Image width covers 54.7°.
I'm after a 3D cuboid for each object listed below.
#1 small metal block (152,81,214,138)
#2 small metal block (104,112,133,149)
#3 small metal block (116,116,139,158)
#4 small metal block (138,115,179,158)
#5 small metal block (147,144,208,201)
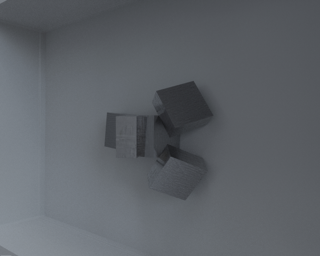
[{"bbox_3d":[0.026,-0.023,0.362,0.050,0.050,0.025,64,157,20],"label":"small metal block"},{"bbox_3d":[-0.052,0.005,0.444,0.050,0.025,0.050,9,95,39],"label":"small metal block"},{"bbox_3d":[-0.036,0.009,0.393,0.025,0.050,0.050,1,94,8],"label":"small metal block"},{"bbox_3d":[-0.001,0.010,0.387,0.025,0.050,0.050,1,91,40],"label":"small metal block"},{"bbox_3d":[0.020,0.053,0.367,0.050,0.050,0.025,-58,22,23],"label":"small metal block"}]
